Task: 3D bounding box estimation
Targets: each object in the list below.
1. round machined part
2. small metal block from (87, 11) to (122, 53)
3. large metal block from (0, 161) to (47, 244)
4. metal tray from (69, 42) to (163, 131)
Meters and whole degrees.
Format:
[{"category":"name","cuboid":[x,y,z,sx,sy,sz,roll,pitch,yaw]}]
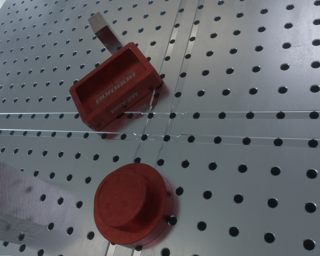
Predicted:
[{"category":"round machined part","cuboid":[-0.038,0.086,0.364,0.098,0.042,0.098,-13,56,21]},{"category":"small metal block","cuboid":[-0.097,-0.169,0.547,0.025,0.050,0.050,-34,51,6]},{"category":"large metal block","cuboid":[-0.206,0.101,0.419,0.050,0.080,0.080,-33,52,7]},{"category":"metal tray","cuboid":[-0.072,-0.066,0.482,0.130,0.030,0.090,-36,51,3]}]
